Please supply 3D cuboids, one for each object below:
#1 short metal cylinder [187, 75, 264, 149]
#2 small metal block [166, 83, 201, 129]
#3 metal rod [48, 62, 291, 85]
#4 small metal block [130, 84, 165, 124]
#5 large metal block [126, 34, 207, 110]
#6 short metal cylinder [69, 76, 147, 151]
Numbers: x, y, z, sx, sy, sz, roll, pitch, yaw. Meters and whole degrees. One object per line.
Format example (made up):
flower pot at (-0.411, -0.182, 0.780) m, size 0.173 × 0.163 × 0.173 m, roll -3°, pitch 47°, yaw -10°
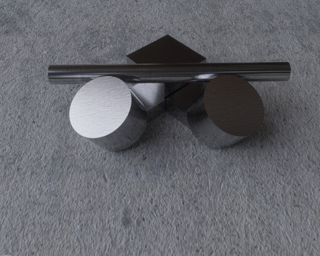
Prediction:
short metal cylinder at (0.081, -0.019, 0.387) m, size 0.081 × 0.050 × 0.080 m, roll 7°, pitch 68°, yaw -16°
small metal block at (0.044, -0.031, 0.430) m, size 0.050 × 0.025 × 0.050 m, roll -36°, pitch 59°, yaw -26°
metal rod at (0.013, -0.070, 0.397) m, size 0.302 × 0.025 × 0.025 m, roll -1°, pitch 50°, yaw -1°
small metal block at (-0.028, -0.032, 0.431) m, size 0.050 × 0.025 × 0.050 m, roll -35°, pitch 59°, yaw -27°
large metal block at (0.009, -0.084, 0.457) m, size 0.080 × 0.050 × 0.080 m, roll -35°, pitch 58°, yaw -26°
short metal cylinder at (-0.063, -0.017, 0.383) m, size 0.080 × 0.050 × 0.080 m, roll -7°, pitch 66°, yaw 17°
